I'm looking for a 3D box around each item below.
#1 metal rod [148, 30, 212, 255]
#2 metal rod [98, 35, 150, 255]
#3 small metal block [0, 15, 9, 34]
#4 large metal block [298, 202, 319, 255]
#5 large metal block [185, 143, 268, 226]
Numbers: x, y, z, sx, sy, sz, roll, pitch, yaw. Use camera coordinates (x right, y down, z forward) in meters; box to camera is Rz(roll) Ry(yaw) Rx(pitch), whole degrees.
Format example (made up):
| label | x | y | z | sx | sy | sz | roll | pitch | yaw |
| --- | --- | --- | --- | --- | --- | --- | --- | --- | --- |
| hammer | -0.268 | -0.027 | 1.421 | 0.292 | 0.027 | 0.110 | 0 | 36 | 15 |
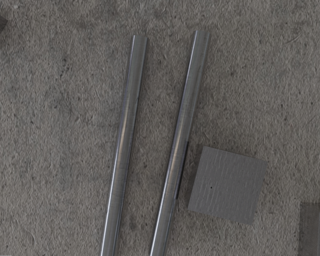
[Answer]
| label | x | y | z | sx | sy | sz | roll | pitch | yaw |
| --- | --- | --- | --- | --- | --- | --- | --- | --- | --- |
| metal rod | 0.026 | 0.021 | 0.410 | 0.025 | 0.025 | 0.298 | 12 | 90 | 0 |
| metal rod | -0.048 | 0.029 | 0.409 | 0.025 | 0.025 | 0.298 | 9 | 90 | 0 |
| small metal block | -0.229 | -0.131 | 0.395 | 0.025 | 0.050 | 0.050 | 31 | 90 | 0 |
| large metal block | 0.231 | 0.143 | 0.400 | 0.081 | 0.050 | 0.080 | 2 | 90 | 0 |
| large metal block | 0.082 | 0.069 | 0.398 | 0.080 | 0.050 | 0.080 | 14 | 90 | 0 |
